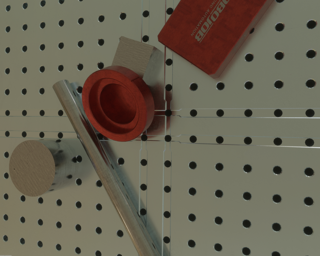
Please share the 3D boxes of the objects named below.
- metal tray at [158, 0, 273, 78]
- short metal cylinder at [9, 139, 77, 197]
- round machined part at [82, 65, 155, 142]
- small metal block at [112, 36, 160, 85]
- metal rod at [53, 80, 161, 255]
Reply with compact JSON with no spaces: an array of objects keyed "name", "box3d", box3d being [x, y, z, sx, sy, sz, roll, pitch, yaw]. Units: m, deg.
[{"name":"metal tray","box3d":[0.070,-0.140,0.385,0.090,0.030,0.129,38,102,15]},{"name":"short metal cylinder","box3d":[-0.172,0.056,0.458,0.080,0.050,0.079,0,90,19]},{"name":"round machined part","box3d":[-0.050,-0.035,0.407,0.098,0.042,0.097,12,119,23]},{"name":"small metal block","box3d":[-0.034,-0.092,0.424,0.050,0.025,0.050,22,97,18]},{"name":"metal rod","box3d":[-0.076,0.063,0.437,0.025,0.025,0.299,-33,80,17]}]
